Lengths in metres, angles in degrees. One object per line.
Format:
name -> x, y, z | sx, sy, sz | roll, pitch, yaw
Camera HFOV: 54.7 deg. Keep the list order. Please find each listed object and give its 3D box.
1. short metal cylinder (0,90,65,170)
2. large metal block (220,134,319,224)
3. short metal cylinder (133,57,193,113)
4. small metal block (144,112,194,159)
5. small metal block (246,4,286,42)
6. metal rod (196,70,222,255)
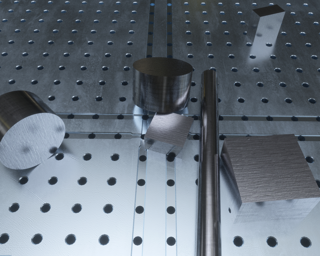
short metal cylinder -> -0.163, 0.002, 0.369 | 0.080, 0.080, 0.050 | -36, 59, -26
large metal block -> 0.116, 0.055, 0.345 | 0.081, 0.050, 0.080 | -3, 50, -3
short metal cylinder -> 0.003, -0.061, 0.427 | 0.081, 0.050, 0.080 | 3, 30, -1
small metal block -> 0.012, 0.007, 0.402 | 0.050, 0.025, 0.050 | 15, 52, 12
small metal block -> 0.186, -0.185, 0.548 | 0.050, 0.050, 0.025 | -17, 52, -14
metal rod -> 0.060, 0.034, 0.378 | 0.025, 0.025, 0.300 | 5, 50, 4
